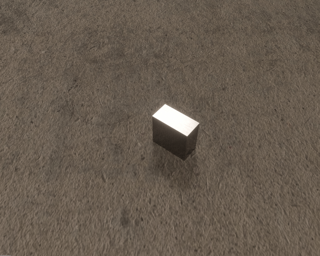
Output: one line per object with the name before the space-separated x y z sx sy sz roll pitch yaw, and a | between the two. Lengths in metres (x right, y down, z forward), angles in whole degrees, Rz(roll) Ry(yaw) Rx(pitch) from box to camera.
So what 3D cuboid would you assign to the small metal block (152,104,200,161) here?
small metal block | 0.018 0.006 0.382 0.050 0.050 0.025 31 57 23
